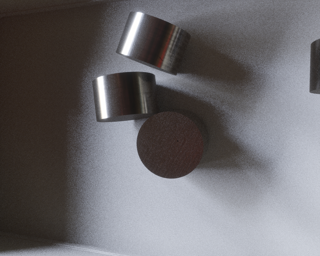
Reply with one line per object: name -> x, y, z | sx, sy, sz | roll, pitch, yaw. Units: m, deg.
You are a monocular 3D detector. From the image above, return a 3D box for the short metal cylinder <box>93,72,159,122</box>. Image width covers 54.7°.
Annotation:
short metal cylinder -> -0.043, -0.037, 0.396 | 0.080, 0.080, 0.050 | -8, 87, 20

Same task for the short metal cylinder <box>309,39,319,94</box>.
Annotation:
short metal cylinder -> 0.196, -0.062, 0.312 | 0.080, 0.080, 0.050 | 2, 91, 20

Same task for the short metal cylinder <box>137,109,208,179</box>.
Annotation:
short metal cylinder -> 0.017, 0.017, 0.386 | 0.080, 0.050, 0.079 | 2, 97, 15

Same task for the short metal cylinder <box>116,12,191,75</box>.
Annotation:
short metal cylinder -> -0.008, -0.103, 0.384 | 0.080, 0.080, 0.050 | 23, 98, 18
